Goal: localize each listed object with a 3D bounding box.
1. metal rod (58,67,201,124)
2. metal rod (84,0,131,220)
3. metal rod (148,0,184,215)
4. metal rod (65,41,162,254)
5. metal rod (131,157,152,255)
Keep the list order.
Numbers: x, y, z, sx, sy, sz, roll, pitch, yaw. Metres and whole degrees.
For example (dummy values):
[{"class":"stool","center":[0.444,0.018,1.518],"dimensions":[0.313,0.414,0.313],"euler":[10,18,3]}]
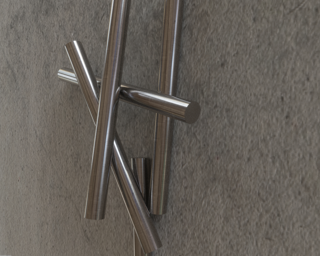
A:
[{"class":"metal rod","center":[-0.066,-0.055,0.435],"dimensions":[0.300,0.025,0.025],"euler":[21,103,44]},{"class":"metal rod","center":[-0.065,-0.038,0.394],"dimensions":[0.025,0.025,0.298],"euler":[2,83,39]},{"class":"metal rod","center":[0.008,-0.039,0.396],"dimensions":[0.025,0.025,0.298],"euler":[8,95,39]},{"class":"metal rod","center":[-0.066,0.017,0.415],"dimensions":[0.025,0.025,0.299],"euler":[-31,76,35]},{"class":"metal rod","center":[-0.023,0.190,0.421],"dimensions":[0.025,0.025,0.298],"euler":[-3,88,39]}]
